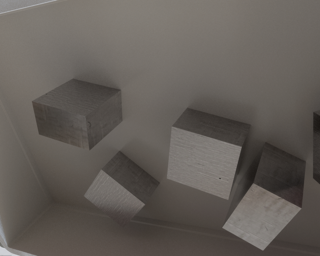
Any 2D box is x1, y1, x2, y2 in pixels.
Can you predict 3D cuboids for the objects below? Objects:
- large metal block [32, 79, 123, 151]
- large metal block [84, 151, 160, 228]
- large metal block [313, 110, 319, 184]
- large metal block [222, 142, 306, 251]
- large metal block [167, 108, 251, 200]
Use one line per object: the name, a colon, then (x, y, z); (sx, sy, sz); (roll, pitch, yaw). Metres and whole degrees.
large metal block: (-0.107, -0.022, 0.416); (0.080, 0.080, 0.050); (15, 125, 19)
large metal block: (-0.060, 0.096, 0.484); (0.080, 0.050, 0.080); (39, 129, 2)
large metal block: (0.188, 0.029, 0.283); (0.050, 0.080, 0.080); (-15, 116, -4)
large metal block: (0.120, 0.077, 0.357); (0.050, 0.080, 0.079); (28, 128, 11)
large metal block: (0.058, 0.030, 0.381); (0.080, 0.050, 0.079); (17, 125, 18)
